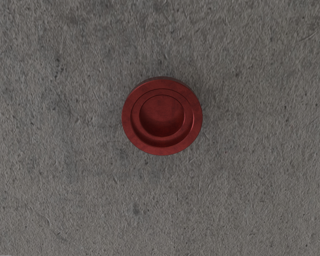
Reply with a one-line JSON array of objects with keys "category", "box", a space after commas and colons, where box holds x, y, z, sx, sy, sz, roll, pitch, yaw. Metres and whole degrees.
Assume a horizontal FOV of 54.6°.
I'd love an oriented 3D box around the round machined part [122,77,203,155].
[{"category": "round machined part", "box": [0.003, -0.018, 0.394, 0.099, 0.042, 0.097, 0, 110, 0]}]
